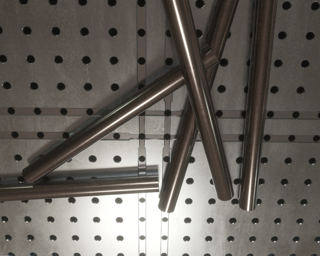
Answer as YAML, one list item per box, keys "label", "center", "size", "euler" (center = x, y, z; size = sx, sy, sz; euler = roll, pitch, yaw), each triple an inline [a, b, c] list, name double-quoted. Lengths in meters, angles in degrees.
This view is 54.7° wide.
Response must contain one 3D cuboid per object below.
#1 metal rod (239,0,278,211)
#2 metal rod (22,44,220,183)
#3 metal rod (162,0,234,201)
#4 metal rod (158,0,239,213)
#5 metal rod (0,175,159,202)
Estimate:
- label: "metal rod"
  center: [0.126, -0.024, 0.406]
  size: [0.025, 0.025, 0.298]
  euler: [-1, 110, 0]
- label: "metal rod"
  center: [-0.061, -0.010, 0.395]
  size: [0.300, 0.025, 0.025]
  euler: [-32, 107, 16]
- label: "metal rod"
  center: [0.052, -0.019, 0.368]
  size: [0.025, 0.025, 0.299]
  euler: [-17, 124, 6]
- label: "metal rod"
  center: [0.045, -0.018, 0.407]
  size: [0.025, 0.025, 0.298]
  euler: [13, 110, -5]
- label: "metal rod"
  center: [-0.153, 0.088, 0.443]
  size: [0.302, 0.025, 0.025]
  euler: [-4, 110, 0]
